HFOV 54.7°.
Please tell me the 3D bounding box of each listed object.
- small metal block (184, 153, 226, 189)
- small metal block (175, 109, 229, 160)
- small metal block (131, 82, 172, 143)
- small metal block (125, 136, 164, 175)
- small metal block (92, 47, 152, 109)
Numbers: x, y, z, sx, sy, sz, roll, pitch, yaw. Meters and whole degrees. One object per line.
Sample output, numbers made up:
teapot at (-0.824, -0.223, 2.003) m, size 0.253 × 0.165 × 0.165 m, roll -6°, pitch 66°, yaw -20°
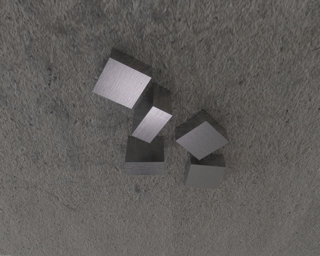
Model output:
small metal block at (0.065, 0.064, 0.462) m, size 0.050 × 0.025 × 0.050 m, roll 5°, pitch 130°, yaw -5°
small metal block at (0.056, 0.010, 0.416) m, size 0.050 × 0.025 × 0.050 m, roll -35°, pitch 122°, yaw 26°
small metal block at (-0.010, -0.019, 0.375) m, size 0.025 × 0.050 × 0.050 m, roll 25°, pitch 126°, yaw -20°
small metal block at (-0.019, 0.037, 0.422) m, size 0.050 × 0.050 × 0.025 m, roll -1°, pitch 130°, yaw 0°
small metal block at (-0.044, -0.057, 0.358) m, size 0.050 × 0.025 × 0.050 m, roll 24°, pitch 126°, yaw -19°
